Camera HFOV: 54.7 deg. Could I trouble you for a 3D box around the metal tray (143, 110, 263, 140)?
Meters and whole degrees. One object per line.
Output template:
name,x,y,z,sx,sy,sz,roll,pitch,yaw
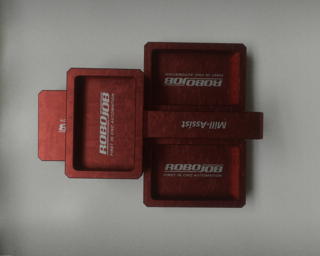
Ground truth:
metal tray,0.047,-0.004,0.377,0.131,0.090,0.030,1,90,-1

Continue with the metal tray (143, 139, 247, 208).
metal tray,0.045,0.056,0.408,0.131,0.030,0.089,1,90,-1

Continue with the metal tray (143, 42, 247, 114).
metal tray,0.045,-0.064,0.408,0.131,0.030,0.089,1,90,-1

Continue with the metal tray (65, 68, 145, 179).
metal tray,-0.065,-0.005,0.376,0.091,0.030,0.129,1,90,-1

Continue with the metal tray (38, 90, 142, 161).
metal tray,-0.088,-0.003,0.405,0.131,0.030,0.089,0,90,-1
